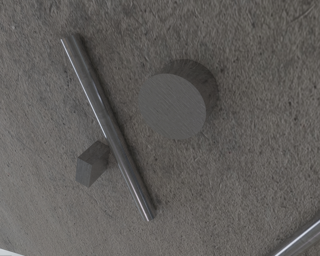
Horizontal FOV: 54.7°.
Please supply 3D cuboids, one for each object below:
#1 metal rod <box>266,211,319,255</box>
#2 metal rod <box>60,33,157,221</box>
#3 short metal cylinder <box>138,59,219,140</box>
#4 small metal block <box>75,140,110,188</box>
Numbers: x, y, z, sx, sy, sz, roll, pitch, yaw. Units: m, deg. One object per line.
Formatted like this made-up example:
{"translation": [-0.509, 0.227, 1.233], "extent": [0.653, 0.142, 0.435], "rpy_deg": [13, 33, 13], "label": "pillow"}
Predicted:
{"translation": [0.183, 0.146, 0.400], "extent": [0.025, 0.025, 0.298], "rpy_deg": [32, 129, 8], "label": "metal rod"}
{"translation": [-0.066, 0.013, 0.449], "extent": [0.025, 0.025, 0.298], "rpy_deg": [-7, 115, 31], "label": "metal rod"}
{"translation": [0.022, -0.034, 0.358], "extent": [0.080, 0.050, 0.079], "rpy_deg": [13, 124, 21], "label": "short metal cylinder"}
{"translation": [-0.104, 0.055, 0.480], "extent": [0.025, 0.050, 0.050], "rpy_deg": [26, 128, 12], "label": "small metal block"}
